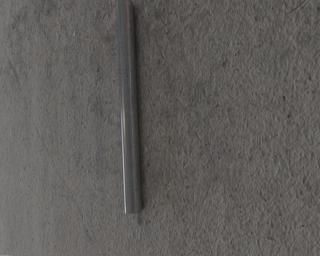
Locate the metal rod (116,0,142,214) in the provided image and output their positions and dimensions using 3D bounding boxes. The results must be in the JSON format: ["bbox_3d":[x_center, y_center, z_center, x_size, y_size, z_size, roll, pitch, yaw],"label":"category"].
[{"bbox_3d":[-0.044,-0.031,0.441,0.025,0.025,0.298,-4,87,40],"label":"metal rod"}]
